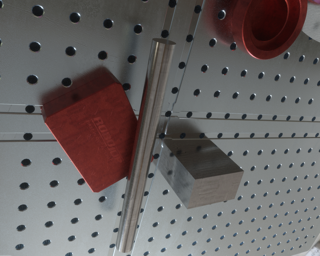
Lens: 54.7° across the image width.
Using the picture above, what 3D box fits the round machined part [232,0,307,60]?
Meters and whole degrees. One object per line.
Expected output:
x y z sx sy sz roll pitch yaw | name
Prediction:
0.131 -0.139 0.387 0.099 0.042 0.097 -14 124 -21 | round machined part

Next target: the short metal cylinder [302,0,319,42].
0.219 -0.155 0.402 0.050 0.080 0.080 -46 130 3 | short metal cylinder

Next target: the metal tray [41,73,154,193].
-0.070 0.010 0.377 0.090 0.030 0.129 -29 129 -10 | metal tray

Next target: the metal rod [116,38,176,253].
-0.024 0.041 0.385 0.025 0.025 0.298 -3 120 -28 | metal rod

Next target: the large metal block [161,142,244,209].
0.059 0.065 0.450 0.081 0.080 0.050 -4 121 -27 | large metal block
